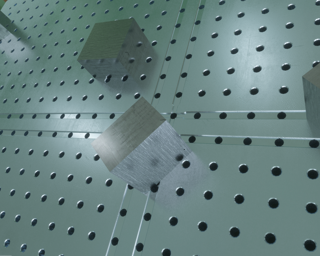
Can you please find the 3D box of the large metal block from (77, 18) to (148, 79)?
[{"bbox_3d":[-0.077,-0.130,0.514,0.080,0.050,0.080,4,64,30],"label":"large metal block"}]

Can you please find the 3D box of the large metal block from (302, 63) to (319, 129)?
[{"bbox_3d":[0.184,-0.019,0.288,0.050,0.080,0.080,-38,51,3],"label":"large metal block"}]

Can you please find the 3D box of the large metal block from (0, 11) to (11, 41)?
[{"bbox_3d":[-0.418,-0.265,0.758,0.050,0.080,0.080,-34,51,6],"label":"large metal block"}]

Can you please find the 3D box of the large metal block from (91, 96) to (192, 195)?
[{"bbox_3d":[-0.019,0.023,0.370,0.080,0.080,0.050,-43,51,-1],"label":"large metal block"}]
